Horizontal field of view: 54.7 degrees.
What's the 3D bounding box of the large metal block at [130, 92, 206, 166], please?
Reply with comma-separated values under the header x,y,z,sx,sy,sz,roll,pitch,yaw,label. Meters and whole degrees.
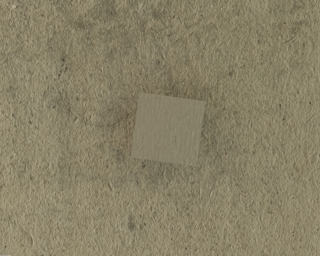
x,y,z,sx,sy,sz,roll,pitch,yaw,label
0.010,0.001,0.399,0.081,0.050,0.080,8,90,-1,large metal block
